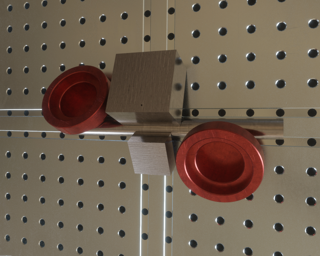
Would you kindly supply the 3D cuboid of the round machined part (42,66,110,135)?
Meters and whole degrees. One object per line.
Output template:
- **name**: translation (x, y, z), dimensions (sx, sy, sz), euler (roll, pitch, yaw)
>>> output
- **round machined part**: translation (-0.108, -0.035, 0.428), dimensions (0.098, 0.042, 0.098), euler (-8, 62, 15)

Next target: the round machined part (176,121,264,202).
- **round machined part**: translation (0.071, 0.036, 0.365), dimensions (0.098, 0.042, 0.097), euler (8, 118, 16)

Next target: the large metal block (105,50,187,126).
- **large metal block**: translation (-0.015, -0.049, 0.393), dimensions (0.080, 0.050, 0.080), euler (1, 72, 20)

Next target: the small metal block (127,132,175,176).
- **small metal block**: translation (-0.010, 0.034, 0.406), dimensions (0.050, 0.025, 0.050), euler (1, 119, 20)

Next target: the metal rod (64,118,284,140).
- **metal rod**: translation (0.002, 0.000, 0.412), dimensions (0.301, 0.025, 0.025), euler (1, 90, 19)
